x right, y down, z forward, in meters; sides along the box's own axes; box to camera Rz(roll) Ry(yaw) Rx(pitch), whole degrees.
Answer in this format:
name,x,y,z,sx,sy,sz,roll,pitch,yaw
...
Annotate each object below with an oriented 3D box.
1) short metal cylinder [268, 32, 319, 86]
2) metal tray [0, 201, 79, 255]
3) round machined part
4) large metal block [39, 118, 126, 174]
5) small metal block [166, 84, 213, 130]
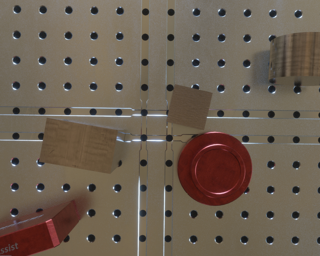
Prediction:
name,x,y,z,sx,sy,sz,roll,pitch,yaw
short metal cylinder,0.179,-0.083,0.387,0.081,0.080,0.050,4,90,0
metal tray,-0.176,0.133,0.379,0.131,0.090,0.030,-18,90,0
round machined part,0.072,0.054,0.405,0.099,0.042,0.097,0,90,0
large metal block,-0.091,0.020,0.385,0.080,0.080,0.050,10,90,0
small metal block,0.038,-0.027,0.414,0.050,0.025,0.050,13,90,0
